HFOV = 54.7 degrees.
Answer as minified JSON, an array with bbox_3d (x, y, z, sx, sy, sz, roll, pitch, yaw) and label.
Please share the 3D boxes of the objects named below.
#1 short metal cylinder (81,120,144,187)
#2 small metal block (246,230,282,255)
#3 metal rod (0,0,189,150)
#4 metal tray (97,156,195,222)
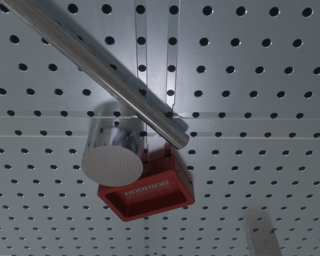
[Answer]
[{"bbox_3d":[-0.062,0.035,0.425,0.081,0.050,0.079,0,130,0],"label":"short metal cylinder"},{"bbox_3d":[0.196,0.224,0.588,0.050,0.050,0.025,4,130,-4],"label":"small metal block"},{"bbox_3d":[-0.069,-0.065,0.354,0.025,0.025,0.301,-34,123,25],"label":"metal rod"},{"bbox_3d":[-0.021,0.100,0.493,0.130,0.030,0.090,-19,128,15],"label":"metal tray"}]
